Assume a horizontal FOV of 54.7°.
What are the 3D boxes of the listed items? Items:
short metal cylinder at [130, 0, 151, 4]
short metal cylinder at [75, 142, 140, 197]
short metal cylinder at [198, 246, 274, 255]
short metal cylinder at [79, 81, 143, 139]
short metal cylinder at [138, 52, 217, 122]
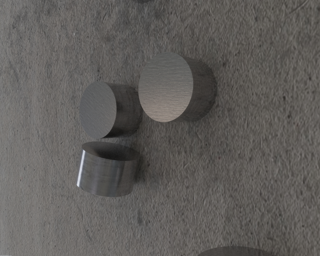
[{"bbox_3d":[-0.036,-0.217,0.419,0.080,0.050,0.080,0,90,40],"label":"short metal cylinder"},{"bbox_3d":[-0.072,0.055,0.429,0.080,0.081,0.050,21,103,38],"label":"short metal cylinder"},{"bbox_3d":[0.077,0.156,0.306,0.080,0.081,0.050,-5,87,40],"label":"short metal cylinder"},{"bbox_3d":[-0.071,-0.025,0.448,0.080,0.050,0.080,0,90,40],"label":"short metal cylinder"},{"bbox_3d":[0.021,-0.047,0.372,0.080,0.050,0.080,0,90,40],"label":"short metal cylinder"}]
